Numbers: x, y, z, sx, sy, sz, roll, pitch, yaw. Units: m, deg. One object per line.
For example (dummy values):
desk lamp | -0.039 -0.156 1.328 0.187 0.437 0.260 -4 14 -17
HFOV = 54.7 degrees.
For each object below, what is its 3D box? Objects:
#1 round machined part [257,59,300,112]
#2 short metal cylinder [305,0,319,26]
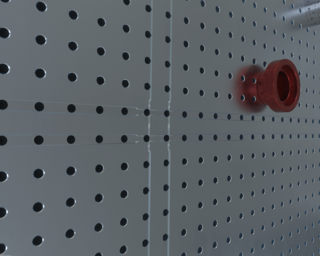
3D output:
round machined part | 0.220 -0.078 0.582 0.099 0.042 0.097 0 90 -40
short metal cylinder | 0.373 -0.279 0.705 0.081 0.050 0.080 0 90 -40
